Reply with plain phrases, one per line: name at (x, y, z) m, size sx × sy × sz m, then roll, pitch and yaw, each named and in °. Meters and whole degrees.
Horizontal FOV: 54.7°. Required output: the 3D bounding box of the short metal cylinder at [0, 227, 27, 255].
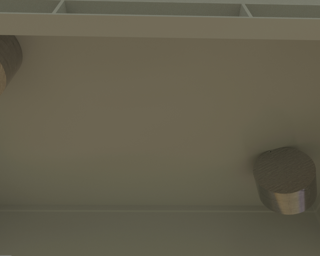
short metal cylinder at (-0.290, 0.232, 0.569) m, size 0.081 × 0.080 × 0.050 m, roll 8°, pitch 130°, yaw -8°

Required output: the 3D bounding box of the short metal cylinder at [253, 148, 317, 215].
short metal cylinder at (0.177, 0.074, 0.439) m, size 0.080 × 0.080 × 0.050 m, roll -16°, pitch 129°, yaw 12°

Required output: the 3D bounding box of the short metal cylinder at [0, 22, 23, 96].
short metal cylinder at (-0.196, -0.073, 0.327) m, size 0.081 × 0.050 × 0.079 m, roll 0°, pitch 130°, yaw 0°
